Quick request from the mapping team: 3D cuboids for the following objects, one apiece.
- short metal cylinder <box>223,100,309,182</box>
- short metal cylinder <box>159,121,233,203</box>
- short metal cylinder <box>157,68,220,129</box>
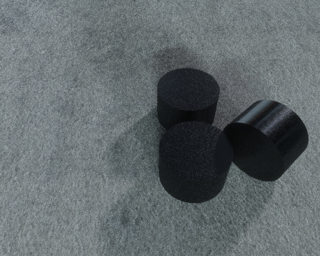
[{"bbox_3d":[0.119,0.014,0.357,0.050,0.080,0.080,-37,59,-27],"label":"short metal cylinder"},{"bbox_3d":[0.039,0.038,0.355,0.081,0.050,0.080,0,50,0],"label":"short metal cylinder"},{"bbox_3d":[0.036,-0.036,0.418,0.081,0.050,0.080,0,50,0],"label":"short metal cylinder"}]
